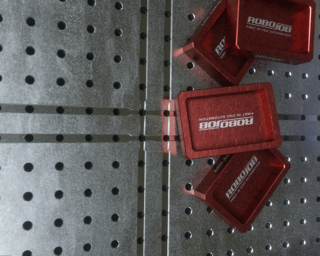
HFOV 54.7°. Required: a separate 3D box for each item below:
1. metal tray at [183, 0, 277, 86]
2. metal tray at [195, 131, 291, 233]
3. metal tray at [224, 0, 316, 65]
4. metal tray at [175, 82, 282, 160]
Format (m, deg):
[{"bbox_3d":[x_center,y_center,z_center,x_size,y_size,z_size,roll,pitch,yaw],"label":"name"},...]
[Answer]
[{"bbox_3d":[0.106,-0.135,0.450,0.090,0.030,0.130,39,77,-16],"label":"metal tray"},{"bbox_3d":[0.124,0.075,0.457,0.090,0.030,0.130,44,76,-15],"label":"metal tray"},{"bbox_3d":[0.157,-0.143,0.436,0.131,0.030,0.089,4,89,-21],"label":"metal tray"},{"bbox_3d":[0.091,-0.010,0.422,0.131,0.030,0.089,-7,85,-6],"label":"metal tray"}]
